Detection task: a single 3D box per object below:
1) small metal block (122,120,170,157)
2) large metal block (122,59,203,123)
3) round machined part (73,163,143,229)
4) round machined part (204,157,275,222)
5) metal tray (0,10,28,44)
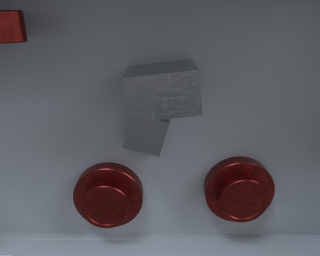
[{"bbox_3d":[-0.019,0.005,0.413,0.050,0.025,0.050,14,109,-6],"label":"small metal block"},{"bbox_3d":[0.003,-0.046,0.365,0.080,0.080,0.050,-6,110,2],"label":"large metal block"},{"bbox_3d":[-0.074,0.102,0.439,0.099,0.042,0.097,0,110,-1],"label":"round machined part"},{"bbox_3d":[0.114,0.093,0.438,0.099,0.042,0.097,0,110,-1],"label":"round machined part"},{"bbox_3d":[-0.209,-0.101,0.310,0.131,0.090,0.030,-11,113,-25],"label":"metal tray"}]
